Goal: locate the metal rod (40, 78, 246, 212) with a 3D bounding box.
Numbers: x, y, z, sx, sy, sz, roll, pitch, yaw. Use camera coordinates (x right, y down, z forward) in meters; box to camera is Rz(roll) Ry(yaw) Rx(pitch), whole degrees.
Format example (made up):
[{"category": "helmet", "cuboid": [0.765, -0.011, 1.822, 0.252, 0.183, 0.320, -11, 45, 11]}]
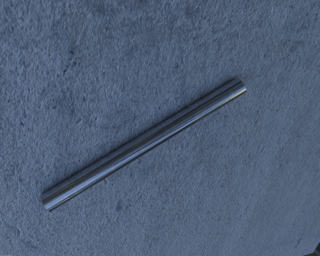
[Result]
[{"category": "metal rod", "cuboid": [-0.015, 0.018, 0.411, 0.301, 0.025, 0.025, -31, 129, -8]}]
